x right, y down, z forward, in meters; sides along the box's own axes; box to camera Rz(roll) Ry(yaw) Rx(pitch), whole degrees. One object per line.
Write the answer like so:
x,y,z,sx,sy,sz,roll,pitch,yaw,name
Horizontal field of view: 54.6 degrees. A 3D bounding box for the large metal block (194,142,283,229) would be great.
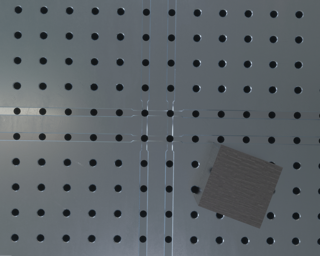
0.098,0.071,0.402,0.080,0.050,0.080,21,90,0,large metal block
